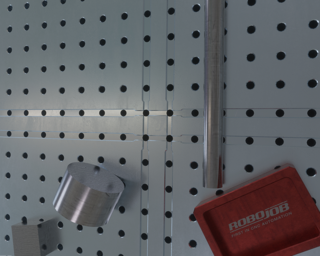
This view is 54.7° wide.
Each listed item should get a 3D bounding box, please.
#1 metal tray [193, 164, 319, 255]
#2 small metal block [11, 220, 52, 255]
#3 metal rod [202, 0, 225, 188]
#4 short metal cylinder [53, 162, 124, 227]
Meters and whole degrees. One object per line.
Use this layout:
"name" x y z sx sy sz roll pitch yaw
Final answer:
"metal tray" 0.117 0.110 0.368 0.130 0.030 0.090 -29 81 17
"small metal block" -0.200 0.173 0.483 0.050 0.025 0.050 -8 87 19
"metal rod" 0.068 -0.076 0.388 0.025 0.025 0.298 1 90 20
"short metal cylinder" -0.095 0.087 0.417 0.080 0.080 0.050 28 99 17
